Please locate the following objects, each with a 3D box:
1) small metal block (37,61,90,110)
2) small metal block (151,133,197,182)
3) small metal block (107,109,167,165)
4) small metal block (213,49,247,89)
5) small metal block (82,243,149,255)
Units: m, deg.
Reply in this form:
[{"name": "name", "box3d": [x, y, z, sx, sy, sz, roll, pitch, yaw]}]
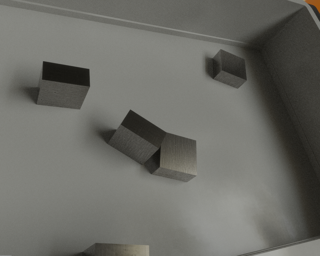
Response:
[{"name": "small metal block", "box3d": [-0.113, -0.048, 0.359, 0.050, 0.050, 0.025, 6, 59, -26]}, {"name": "small metal block", "box3d": [0.019, 0.037, 0.395, 0.050, 0.025, 0.050, 16, 55, -20]}, {"name": "small metal block", "box3d": [-0.028, 0.012, 0.368, 0.050, 0.050, 0.025, 33, 51, -8]}, {"name": "small metal block", "box3d": [0.120, -0.102, 0.535, 0.050, 0.025, 0.050, 17, 55, -19]}, {"name": "small metal block", "box3d": [-0.043, 0.126, 0.290, 0.050, 0.050, 0.025, 12, 57, -22]}]
